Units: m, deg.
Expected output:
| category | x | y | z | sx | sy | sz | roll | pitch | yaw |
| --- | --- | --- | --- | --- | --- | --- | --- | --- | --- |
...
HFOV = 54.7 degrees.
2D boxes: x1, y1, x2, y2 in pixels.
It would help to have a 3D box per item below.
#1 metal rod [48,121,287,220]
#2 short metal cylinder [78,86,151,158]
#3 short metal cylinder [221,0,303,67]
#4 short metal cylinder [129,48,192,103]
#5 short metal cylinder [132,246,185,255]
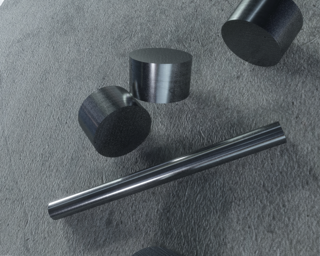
| category | x | y | z | sx | sy | sz | roll | pitch | yaw |
| --- | --- | --- | --- | --- | --- | --- | --- | --- | --- |
| metal rod | -0.004 | 0.057 | 0.371 | 0.301 | 0.025 | 0.025 | -21 | 54 | 15 |
| short metal cylinder | -0.059 | -0.008 | 0.405 | 0.080 | 0.080 | 0.050 | -43 | 51 | -1 |
| short metal cylinder | 0.123 | -0.120 | 0.378 | 0.080 | 0.080 | 0.050 | 28 | 77 | 37 |
| short metal cylinder | 0.000 | -0.071 | 0.406 | 0.081 | 0.050 | 0.080 | 2 | 28 | -1 |
| short metal cylinder | 0.003 | 0.157 | 0.290 | 0.080 | 0.050 | 0.080 | -13 | 56 | 21 |
